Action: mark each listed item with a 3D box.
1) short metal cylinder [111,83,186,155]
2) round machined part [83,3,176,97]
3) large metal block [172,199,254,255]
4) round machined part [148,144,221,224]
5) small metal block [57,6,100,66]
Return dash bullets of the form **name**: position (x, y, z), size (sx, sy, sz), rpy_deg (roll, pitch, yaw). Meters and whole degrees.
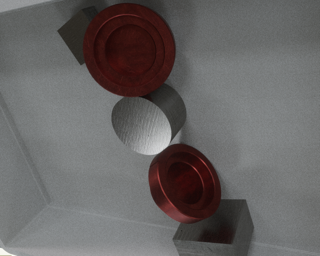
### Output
- **short metal cylinder**: position (-0.013, -0.013, 0.390), size (0.080, 0.050, 0.079), rpy_deg (13, 124, 20)
- **round machined part**: position (-0.031, -0.087, 0.345), size (0.099, 0.042, 0.097), rpy_deg (2, 111, 5)
- **large metal block**: position (0.075, 0.143, 0.421), size (0.080, 0.080, 0.050), rpy_deg (-7, 115, 31)
- **round machined part**: position (0.026, 0.072, 0.391), size (0.098, 0.098, 0.042), rpy_deg (45, 133, -4)
- **small metal block**: position (-0.090, -0.114, 0.384), size (0.050, 0.025, 0.050), rpy_deg (-23, 106, 36)
